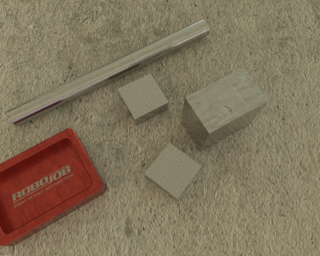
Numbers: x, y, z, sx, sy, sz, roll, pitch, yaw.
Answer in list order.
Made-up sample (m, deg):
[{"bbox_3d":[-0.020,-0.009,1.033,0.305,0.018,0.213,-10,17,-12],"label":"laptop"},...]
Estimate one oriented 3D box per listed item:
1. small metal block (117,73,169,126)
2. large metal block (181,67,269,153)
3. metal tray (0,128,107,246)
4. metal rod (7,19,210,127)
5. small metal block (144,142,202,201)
[{"bbox_3d":[-0.023,-0.039,0.422,0.050,0.025,0.050,-28,73,-10],"label":"small metal block"},{"bbox_3d":[0.076,-0.019,0.387,0.080,0.080,0.050,-28,73,-10],"label":"large metal block"},{"bbox_3d":[-0.144,0.070,0.378,0.131,0.030,0.090,-29,73,-11],"label":"metal tray"},{"bbox_3d":[-0.064,-0.082,0.437,0.302,0.025,0.025,-28,73,-10],"label":"metal rod"},{"bbox_3d":[0.016,0.055,0.388,0.050,0.025,0.050,36,74,12],"label":"small metal block"}]
